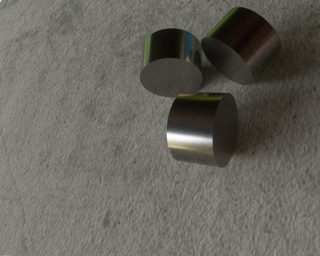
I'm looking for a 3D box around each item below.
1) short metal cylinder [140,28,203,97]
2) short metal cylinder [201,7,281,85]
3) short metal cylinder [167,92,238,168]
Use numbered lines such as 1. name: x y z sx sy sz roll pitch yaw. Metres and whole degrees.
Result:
1. short metal cylinder: 0.016 -0.084 0.411 0.080 0.080 0.050 -11 58 22
2. short metal cylinder: 0.097 -0.098 0.377 0.050 0.080 0.080 -47 52 -5
3. short metal cylinder: 0.049 0.001 0.342 0.050 0.080 0.080 5 64 30
